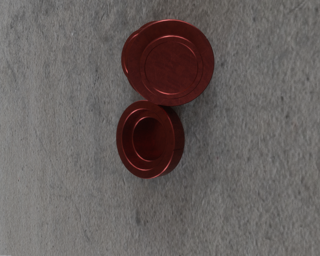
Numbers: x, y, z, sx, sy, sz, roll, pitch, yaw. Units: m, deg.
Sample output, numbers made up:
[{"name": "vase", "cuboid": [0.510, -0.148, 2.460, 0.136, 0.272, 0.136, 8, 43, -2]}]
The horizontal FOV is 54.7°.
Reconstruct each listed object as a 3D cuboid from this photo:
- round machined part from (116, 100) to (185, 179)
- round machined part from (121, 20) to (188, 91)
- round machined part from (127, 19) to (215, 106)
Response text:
[{"name": "round machined part", "cuboid": [-0.008, 0.014, 0.397, 0.098, 0.042, 0.097, 1, 92, 40]}, {"name": "round machined part", "cuboid": [-0.012, -0.090, 0.402, 0.098, 0.042, 0.097, 0, 90, 39]}, {"name": "round machined part", "cuboid": [0.012, -0.070, 0.347, 0.099, 0.042, 0.097, 0, 111, 0]}]
